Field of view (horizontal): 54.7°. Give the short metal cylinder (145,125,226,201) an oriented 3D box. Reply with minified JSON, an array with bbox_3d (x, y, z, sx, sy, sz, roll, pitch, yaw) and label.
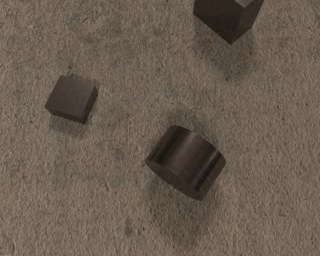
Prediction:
[{"bbox_3d":[0.029,0.041,0.364,0.080,0.080,0.050,33,73,11],"label":"short metal cylinder"}]

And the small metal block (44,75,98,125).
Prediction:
[{"bbox_3d":[-0.119,-0.038,0.421,0.050,0.025,0.050,17,71,6],"label":"small metal block"}]

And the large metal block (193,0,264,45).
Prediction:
[{"bbox_3d":[0.098,-0.182,0.447,0.050,0.080,0.080,-42,76,-14],"label":"large metal block"}]
